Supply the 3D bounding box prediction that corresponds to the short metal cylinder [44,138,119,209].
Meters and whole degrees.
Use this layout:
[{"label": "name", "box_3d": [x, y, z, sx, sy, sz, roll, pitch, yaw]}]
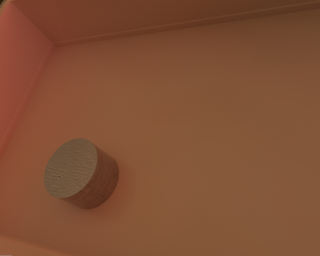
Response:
[{"label": "short metal cylinder", "box_3d": [-0.102, 0.060, 0.404, 0.080, 0.050, 0.080, -13, 56, 20]}]
